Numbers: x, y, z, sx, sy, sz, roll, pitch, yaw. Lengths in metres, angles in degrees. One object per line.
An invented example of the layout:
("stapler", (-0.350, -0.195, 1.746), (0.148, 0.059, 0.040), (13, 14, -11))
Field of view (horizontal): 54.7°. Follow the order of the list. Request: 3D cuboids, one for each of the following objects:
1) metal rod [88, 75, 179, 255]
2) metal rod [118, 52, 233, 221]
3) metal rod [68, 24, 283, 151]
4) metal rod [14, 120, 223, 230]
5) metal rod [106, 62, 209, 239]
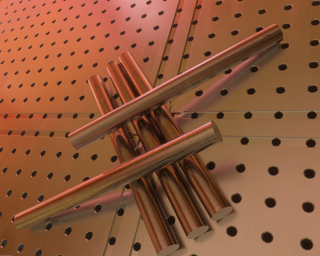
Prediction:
("metal rod", (-0.049, 0.026, 0.416), (0.025, 0.025, 0.300), (-34, 52, 6))
("metal rod", (0.004, -0.012, 0.412), (0.025, 0.025, 0.300), (-35, 52, 5))
("metal rod", (0.021, -0.053, 0.402), (0.301, 0.025, 0.025), (-28, 52, -1))
("metal rod", (-0.066, 0.066, 0.374), (0.300, 0.025, 0.025), (-27, 52, 21))
("metal rod", (-0.018, 0.005, 0.413), (0.025, 0.025, 0.300), (-34, 52, 6))
